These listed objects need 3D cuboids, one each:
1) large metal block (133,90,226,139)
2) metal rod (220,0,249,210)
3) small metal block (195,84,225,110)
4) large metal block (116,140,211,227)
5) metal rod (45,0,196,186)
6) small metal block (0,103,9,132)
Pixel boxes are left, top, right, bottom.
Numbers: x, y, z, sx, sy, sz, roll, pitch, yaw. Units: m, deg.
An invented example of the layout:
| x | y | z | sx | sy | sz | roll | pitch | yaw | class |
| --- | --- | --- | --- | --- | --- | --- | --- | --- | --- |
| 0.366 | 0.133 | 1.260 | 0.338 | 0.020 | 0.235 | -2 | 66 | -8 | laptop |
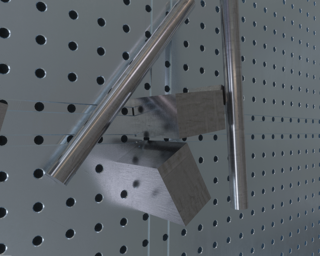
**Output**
| x | y | z | sx | sy | sz | roll | pitch | yaw | class |
| --- | --- | --- | --- | --- | --- | --- | --- | --- | --- |
| 0.024 | -0.018 | 0.393 | 0.081 | 0.080 | 0.050 | -10 | 97 | -40 | large metal block |
| 0.103 | -0.037 | 0.429 | 0.025 | 0.025 | 0.298 | -7 | 94 | -40 | metal rod |
| 0.085 | -0.041 | 0.464 | 0.050 | 0.050 | 0.025 | 24 | 75 | -38 | small metal block |
| 0.004 | 0.063 | 0.376 | 0.050 | 0.080 | 0.080 | -38 | 114 | -33 | large metal block |
| -0.034 | -0.063 | 0.380 | 0.025 | 0.025 | 0.300 | 47 | 62 | -30 | metal rod |
| -0.168 | -0.003 | 0.268 | 0.050 | 0.025 | 0.050 | 20 | 78 | -38 | small metal block |
